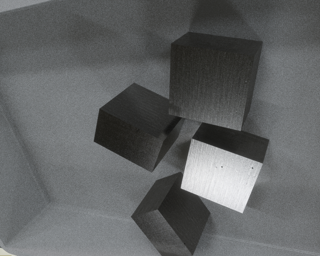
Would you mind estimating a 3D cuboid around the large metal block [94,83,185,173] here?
[{"bbox_3d":[-0.022,-0.004,0.381,0.080,0.080,0.050,27,128,11],"label":"large metal block"}]

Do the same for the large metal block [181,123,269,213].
[{"bbox_3d":[0.078,0.045,0.379,0.080,0.050,0.079,20,126,16],"label":"large metal block"}]

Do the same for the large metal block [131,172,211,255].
[{"bbox_3d":[0.018,0.123,0.438,0.050,0.080,0.080,-26,104,37],"label":"large metal block"}]

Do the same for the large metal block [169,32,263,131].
[{"bbox_3d":[0.057,-0.052,0.330,0.080,0.050,0.079,14,124,20],"label":"large metal block"}]
